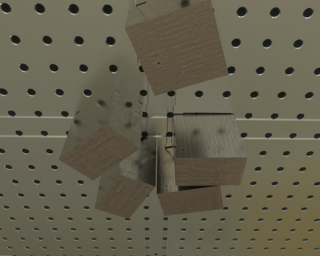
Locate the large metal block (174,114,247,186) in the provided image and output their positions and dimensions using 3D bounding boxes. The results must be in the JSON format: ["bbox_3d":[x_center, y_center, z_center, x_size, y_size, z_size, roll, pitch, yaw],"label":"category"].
[{"bbox_3d":[0.059,0.027,0.399,0.080,0.080,0.050,0,130,0],"label":"large metal block"}]

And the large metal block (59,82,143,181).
[{"bbox_3d":[-0.068,0.004,0.378,0.080,0.080,0.050,-35,122,26],"label":"large metal block"}]

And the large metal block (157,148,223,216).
[{"bbox_3d":[0.041,0.070,0.435,0.080,0.080,0.050,-9,130,7],"label":"large metal block"}]

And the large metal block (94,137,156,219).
[{"bbox_3d":[-0.046,0.065,0.430,0.050,0.080,0.080,22,127,-18],"label":"large metal block"}]

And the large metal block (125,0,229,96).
[{"bbox_3d":[0.019,-0.089,0.319,0.080,0.050,0.080,-15,129,12],"label":"large metal block"}]
